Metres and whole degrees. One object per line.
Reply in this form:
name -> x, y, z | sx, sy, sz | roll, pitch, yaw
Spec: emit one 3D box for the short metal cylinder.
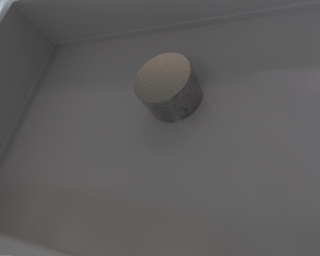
short metal cylinder -> 0.012, -0.054, 0.417 | 0.080, 0.050, 0.080 | -13, 56, 21
